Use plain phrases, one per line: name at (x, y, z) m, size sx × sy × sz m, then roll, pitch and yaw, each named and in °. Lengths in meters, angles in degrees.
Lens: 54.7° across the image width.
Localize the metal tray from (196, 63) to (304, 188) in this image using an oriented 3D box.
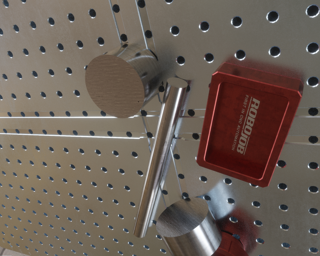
metal tray at (0.097, -0.001, 0.356) m, size 0.090 × 0.030 × 0.129 m, roll 18°, pitch 126°, yaw 18°

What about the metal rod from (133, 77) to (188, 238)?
metal rod at (-0.007, 0.064, 0.454) m, size 0.025 × 0.025 × 0.298 m, roll 24°, pitch 127°, yaw 14°

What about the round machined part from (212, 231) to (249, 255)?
round machined part at (0.091, 0.196, 0.473) m, size 0.098 × 0.042 × 0.097 m, roll 13°, pitch 125°, yaw 20°

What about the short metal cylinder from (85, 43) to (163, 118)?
short metal cylinder at (-0.044, -0.059, 0.382) m, size 0.080 × 0.050 × 0.079 m, roll 13°, pitch 124°, yaw 21°

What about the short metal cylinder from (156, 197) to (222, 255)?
short metal cylinder at (0.041, 0.145, 0.444) m, size 0.080 × 0.080 × 0.050 m, roll -14°, pitch 111°, yaw 34°
